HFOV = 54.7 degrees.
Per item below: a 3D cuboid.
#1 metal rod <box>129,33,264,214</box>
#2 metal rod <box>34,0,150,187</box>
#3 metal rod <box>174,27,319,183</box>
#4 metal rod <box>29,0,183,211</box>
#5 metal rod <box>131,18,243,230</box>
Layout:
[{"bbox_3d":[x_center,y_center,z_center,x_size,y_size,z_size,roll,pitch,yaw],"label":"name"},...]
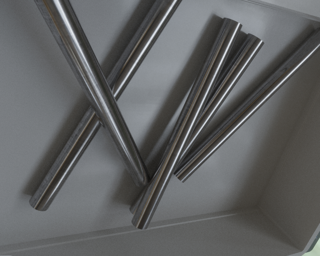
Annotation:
[{"bbox_3d":[0.045,0.005,0.435,0.025,0.025,0.299,24,105,-37],"label":"metal rod"},{"bbox_3d":[-0.058,-0.025,0.322,0.025,0.025,0.299,-29,138,-10],"label":"metal rod"},{"bbox_3d":[0.133,-0.032,0.460,0.300,0.025,0.025,-45,129,3],"label":"metal rod"},{"bbox_3d":[-0.067,-0.026,0.355,0.025,0.025,0.299,26,104,-37],"label":"metal rod"},{"bbox_3d":[0.030,0.004,0.409,0.025,0.025,0.298,15,105,-34],"label":"metal rod"}]
